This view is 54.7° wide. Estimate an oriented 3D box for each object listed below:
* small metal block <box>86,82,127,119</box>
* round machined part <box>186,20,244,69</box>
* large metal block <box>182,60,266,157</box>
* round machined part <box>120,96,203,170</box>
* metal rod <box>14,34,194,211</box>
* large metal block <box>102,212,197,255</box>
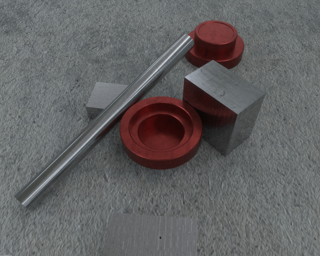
[{"bbox_3d":[-0.069,-0.036,0.433,0.050,0.025,0.050,7,50,6],"label":"small metal block"},{"bbox_3d":[0.090,-0.141,0.512,0.099,0.042,0.098,0,50,0],"label":"round machined part"},{"bbox_3d":[0.074,-0.024,0.388,0.050,0.080,0.080,-34,58,-26],"label":"large metal block"},{"bbox_3d":[0.002,0.010,0.383,0.099,0.042,0.098,0,51,1],"label":"round machined part"},{"bbox_3d":[-0.054,-0.022,0.390,0.025,0.025,0.301,32,66,24],"label":"metal rod"},{"bbox_3d":[-0.009,0.127,0.280,0.080,0.050,0.080,4,50,3],"label":"large metal block"}]
